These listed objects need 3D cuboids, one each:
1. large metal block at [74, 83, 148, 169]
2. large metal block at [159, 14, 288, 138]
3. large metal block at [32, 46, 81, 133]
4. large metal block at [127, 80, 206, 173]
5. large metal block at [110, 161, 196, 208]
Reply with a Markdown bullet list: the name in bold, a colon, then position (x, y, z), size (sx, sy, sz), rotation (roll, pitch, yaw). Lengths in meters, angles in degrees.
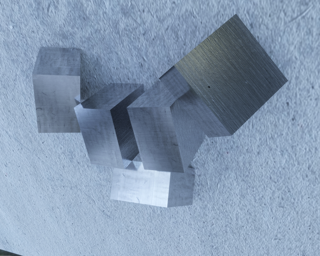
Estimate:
- **large metal block**: position (-0.054, -0.006, 0.396), size (0.050, 0.080, 0.079), rotation (5, 121, 25)
- **large metal block**: position (0.060, -0.047, 0.303), size (0.080, 0.080, 0.050), rotation (50, 166, -7)
- **large metal block**: position (-0.128, -0.050, 0.396), size (0.050, 0.080, 0.079), rotation (0, 126, -14)
- **large metal block**: position (0.012, -0.005, 0.362), size (0.050, 0.080, 0.079), rotation (1, 119, 27)
- **large metal block**: position (-0.007, 0.073, 0.412), size (0.080, 0.080, 0.050), rotation (1, 80, 27)
